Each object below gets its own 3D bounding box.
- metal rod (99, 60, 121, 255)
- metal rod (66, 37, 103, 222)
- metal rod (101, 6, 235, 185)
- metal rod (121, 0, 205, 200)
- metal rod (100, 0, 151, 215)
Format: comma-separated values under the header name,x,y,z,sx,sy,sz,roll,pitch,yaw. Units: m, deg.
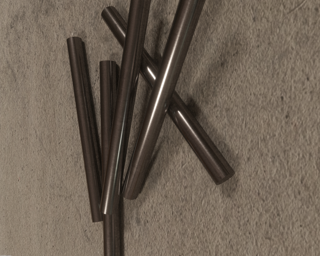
name,x,y,z,sx,sy,sz,roll,pitch,yaw
metal rod,-0.075,0.050,0.463,0.025,0.025,0.298,-3,88,39
metal rod,-0.118,-0.003,0.499,0.025,0.025,0.298,-17,79,38
metal rod,-0.002,-0.058,0.404,0.025,0.025,0.299,-48,62,29
metal rod,-0.001,-0.031,0.368,0.025,0.025,0.298,39,124,33
metal rod,-0.047,-0.028,0.410,0.025,0.025,0.298,18,104,38
